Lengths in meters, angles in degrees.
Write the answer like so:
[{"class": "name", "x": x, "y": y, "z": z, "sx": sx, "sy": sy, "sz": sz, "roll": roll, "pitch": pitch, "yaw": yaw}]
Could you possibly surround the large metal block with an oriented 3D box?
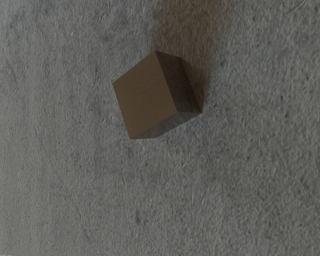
[{"class": "large metal block", "x": -0.006, "y": -0.038, "z": 0.392, "sx": 0.080, "sy": 0.050, "sz": 0.080, "roll": -30, "pitch": 72, "yaw": 36}]
